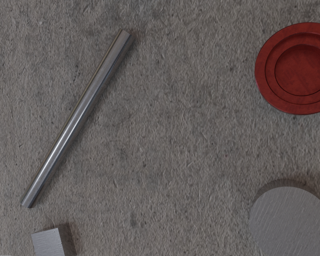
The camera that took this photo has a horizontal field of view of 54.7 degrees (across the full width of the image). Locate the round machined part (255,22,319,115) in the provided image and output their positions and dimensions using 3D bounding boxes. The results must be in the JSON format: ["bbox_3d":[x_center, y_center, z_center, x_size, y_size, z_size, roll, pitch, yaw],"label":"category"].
[{"bbox_3d":[0.158,-0.063,0.344,0.098,0.042,0.097,0,90,19],"label":"round machined part"}]

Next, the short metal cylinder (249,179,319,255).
[{"bbox_3d":[0.143,0.101,0.345,0.080,0.050,0.079,0,90,19],"label":"short metal cylinder"}]

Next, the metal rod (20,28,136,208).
[{"bbox_3d":[-0.124,-0.007,0.451,0.025,0.025,0.299,36,101,16],"label":"metal rod"}]

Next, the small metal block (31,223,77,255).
[{"bbox_3d":[-0.159,0.175,0.463,0.050,0.025,0.050,-18,84,18],"label":"small metal block"}]
